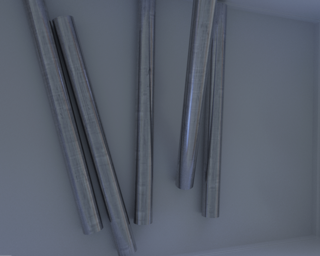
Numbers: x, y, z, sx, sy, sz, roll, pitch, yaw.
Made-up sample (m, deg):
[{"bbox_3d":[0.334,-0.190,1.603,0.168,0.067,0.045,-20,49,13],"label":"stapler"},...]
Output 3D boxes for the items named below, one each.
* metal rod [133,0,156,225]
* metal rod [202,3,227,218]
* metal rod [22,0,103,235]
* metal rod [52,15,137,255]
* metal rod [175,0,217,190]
[{"bbox_3d":[-0.020,-0.026,0.404,0.025,0.025,0.298,1,90,-20],"label":"metal rod"},{"bbox_3d":[0.077,-0.025,0.440,0.025,0.025,0.298,3,89,-20],"label":"metal rod"},{"bbox_3d":[-0.116,-0.019,0.368,0.025,0.025,0.298,-15,95,-20],"label":"metal rod"},{"bbox_3d":[-0.078,0.015,0.382,0.025,0.025,0.298,-16,96,-20],"label":"metal rod"},{"bbox_3d":[0.042,-0.056,0.362,0.025,0.025,0.298,-6,117,-20],"label":"metal rod"}]
